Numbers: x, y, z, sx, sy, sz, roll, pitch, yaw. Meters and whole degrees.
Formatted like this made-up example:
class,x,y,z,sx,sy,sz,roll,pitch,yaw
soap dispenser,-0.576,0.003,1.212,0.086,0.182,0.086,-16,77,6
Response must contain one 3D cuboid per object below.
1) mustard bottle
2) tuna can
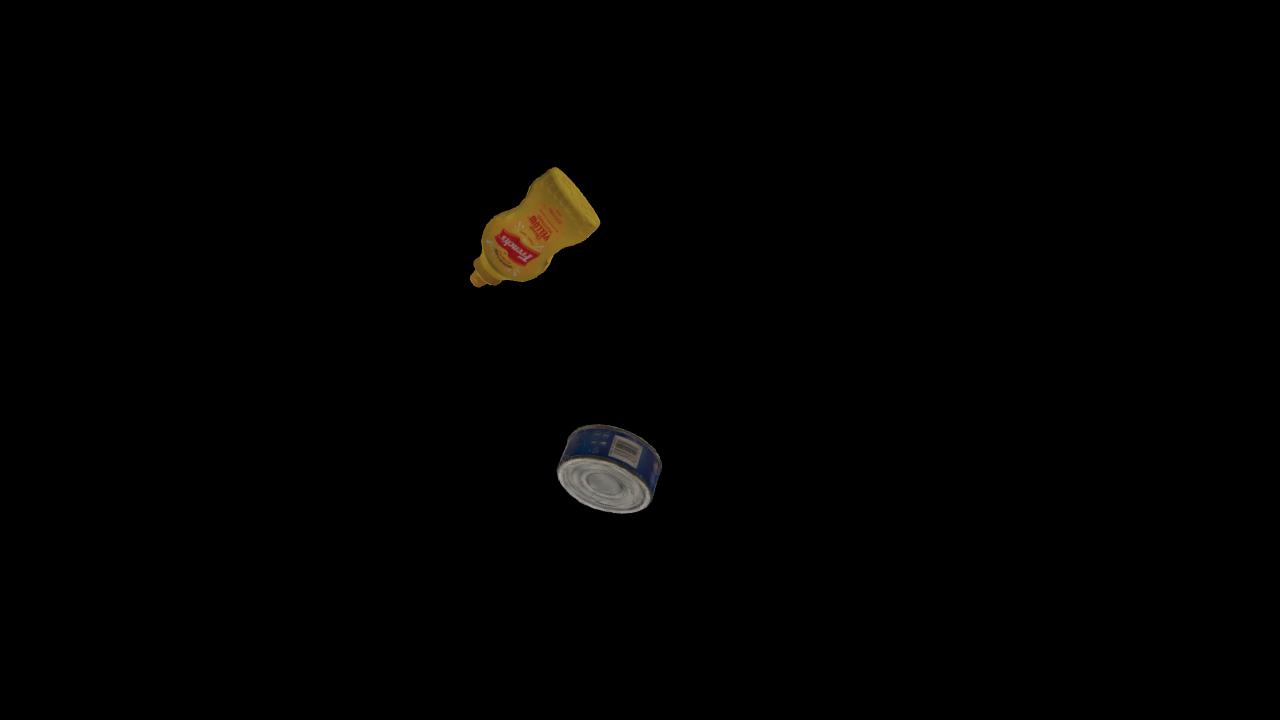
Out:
class,x,y,z,sx,sy,sz,roll,pitch,yaw
mustard bottle,-0.144,-0.148,0.765,0.184,0.092,0.054,-34,23,21
tuna can,-0.026,0.093,0.512,0.084,0.034,0.084,11,-42,10
